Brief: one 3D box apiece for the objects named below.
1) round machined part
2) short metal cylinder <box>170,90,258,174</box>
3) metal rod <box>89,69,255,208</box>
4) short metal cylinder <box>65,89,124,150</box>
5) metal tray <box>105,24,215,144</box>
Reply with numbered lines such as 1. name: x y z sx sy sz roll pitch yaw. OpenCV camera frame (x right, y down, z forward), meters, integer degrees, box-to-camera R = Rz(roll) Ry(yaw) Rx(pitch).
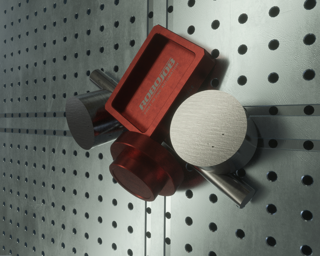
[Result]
1. round machined part: -0.023 0.053 0.382 0.098 0.042 0.098 27 148 19
2. short metal cylinder: 0.058 0.006 0.330 0.080 0.050 0.080 -9 69 26
3. metal rod: -0.004 -0.003 0.413 0.300 0.025 0.025 39 114 33
4. short metal cylinder: -0.097 -0.013 0.458 0.080 0.050 0.079 24 124 42
5. metal tray: -0.004 -0.054 0.390 0.090 0.030 0.130 39 100 33
